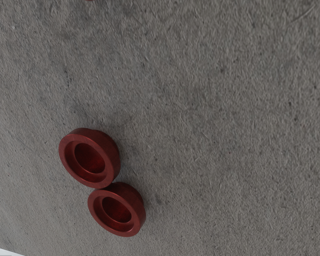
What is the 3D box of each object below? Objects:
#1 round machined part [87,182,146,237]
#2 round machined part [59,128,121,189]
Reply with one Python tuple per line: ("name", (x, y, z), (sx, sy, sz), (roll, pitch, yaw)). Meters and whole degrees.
("round machined part", (-0.066, 0.128, 0.510), (0.098, 0.042, 0.097), (13, 124, 21))
("round machined part", (-0.102, 0.042, 0.476), (0.098, 0.042, 0.097), (13, 124, 21))
